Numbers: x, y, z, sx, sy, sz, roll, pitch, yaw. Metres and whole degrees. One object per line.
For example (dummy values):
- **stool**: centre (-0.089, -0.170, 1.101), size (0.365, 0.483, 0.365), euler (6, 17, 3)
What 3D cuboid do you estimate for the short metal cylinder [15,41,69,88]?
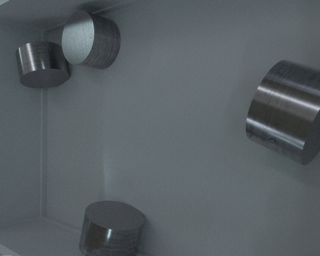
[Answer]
- **short metal cylinder**: centre (-0.204, -0.108, 0.540), size (0.080, 0.081, 0.050), euler (-23, 75, 37)

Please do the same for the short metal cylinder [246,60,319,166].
- **short metal cylinder**: centre (0.120, -0.014, 0.272), size (0.050, 0.081, 0.079), euler (30, 109, 36)

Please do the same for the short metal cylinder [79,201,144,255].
- **short metal cylinder**: centre (-0.066, 0.141, 0.426), size (0.080, 0.081, 0.050), euler (21, 104, 38)

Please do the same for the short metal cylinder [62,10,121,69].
- **short metal cylinder**: centre (-0.107, -0.134, 0.479), size (0.080, 0.050, 0.080), euler (0, 90, 40)
